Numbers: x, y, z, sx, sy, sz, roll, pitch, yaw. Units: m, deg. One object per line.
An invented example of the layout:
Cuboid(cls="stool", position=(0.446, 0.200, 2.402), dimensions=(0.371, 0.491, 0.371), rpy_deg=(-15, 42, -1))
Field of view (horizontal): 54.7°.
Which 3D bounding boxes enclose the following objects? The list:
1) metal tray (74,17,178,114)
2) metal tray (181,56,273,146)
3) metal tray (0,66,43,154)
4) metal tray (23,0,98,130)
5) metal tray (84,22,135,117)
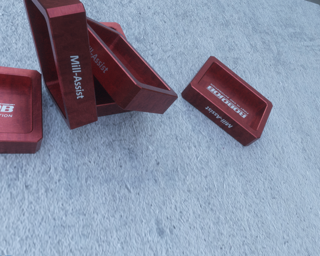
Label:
Cuboid(cls="metal tray", position=(-0.046, -0.074, 0.362), dimensions=(0.130, 0.030, 0.090), rpy_deg=(50, 21, 21))
Cuboid(cls="metal tray", position=(0.108, -0.044, 0.484), dimensions=(0.130, 0.030, 0.090), rpy_deg=(38, 51, -3))
Cuboid(cls="metal tray", position=(-0.190, -0.021, 0.310), dimensions=(0.131, 0.030, 0.090), rpy_deg=(2, 61, -27))
Cuboid(cls="metal tray", position=(-0.099, -0.073, 0.309), dimensions=(0.030, 0.129, 0.090), rpy_deg=(-22, 50, -25))
Cuboid(cls="metal tray", position=(-0.076, -0.081, 0.408), dimensions=(0.091, 0.030, 0.130), rpy_deg=(-12, 68, -33))
